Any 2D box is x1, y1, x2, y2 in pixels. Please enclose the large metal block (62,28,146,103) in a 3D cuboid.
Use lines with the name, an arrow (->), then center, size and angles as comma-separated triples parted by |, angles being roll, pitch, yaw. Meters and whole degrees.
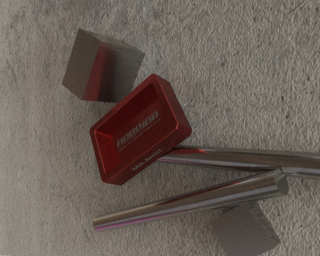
large metal block -> -0.078, -0.083, 0.431 | 0.050, 0.081, 0.079 | 36, 112, 34

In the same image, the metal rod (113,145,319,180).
metal rod -> 0.045, 0.033, 0.366 | 0.300, 0.025, 0.025 | 1, 91, 39

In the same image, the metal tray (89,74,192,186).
metal tray -> -0.031, 0.004, 0.399 | 0.130, 0.030, 0.090 | -38, 54, 23

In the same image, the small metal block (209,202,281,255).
small metal block -> 0.090, 0.110, 0.330 | 0.050, 0.025, 0.050 | -42, 65, 32

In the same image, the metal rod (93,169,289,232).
metal rod -> 0.009, 0.099, 0.382 | 0.299, 0.025, 0.025 | -26, 74, 41
